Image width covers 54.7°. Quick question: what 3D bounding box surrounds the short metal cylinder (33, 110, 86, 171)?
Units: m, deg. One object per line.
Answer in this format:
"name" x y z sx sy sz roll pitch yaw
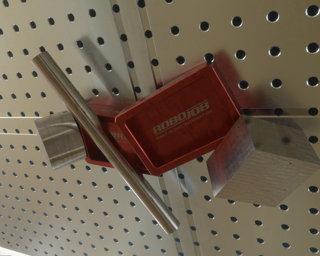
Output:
"short metal cylinder" -0.149 0.018 0.462 0.080 0.050 0.079 47 149 41

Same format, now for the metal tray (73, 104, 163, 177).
"metal tray" -0.056 0.016 0.447 0.130 0.030 0.089 7 122 24

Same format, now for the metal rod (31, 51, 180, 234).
"metal rod" -0.068 0.027 0.425 0.025 0.025 0.299 -28 103 37

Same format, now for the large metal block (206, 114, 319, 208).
"large metal block" 0.109 0.039 0.339 0.081 0.050 0.079 13 131 -18

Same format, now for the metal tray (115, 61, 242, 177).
"metal tray" 0.025 -0.008 0.366 0.130 0.030 0.090 -28 104 20
